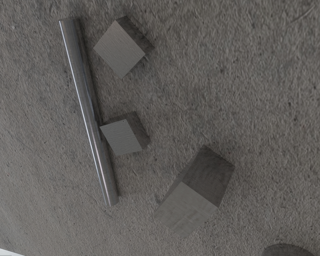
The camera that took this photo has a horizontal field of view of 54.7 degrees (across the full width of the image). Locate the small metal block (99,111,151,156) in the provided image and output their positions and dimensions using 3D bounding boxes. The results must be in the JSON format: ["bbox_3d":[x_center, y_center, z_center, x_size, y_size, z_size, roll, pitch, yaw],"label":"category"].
[{"bbox_3d":[-0.049,0.008,0.438,0.050,0.025,0.050,-14,111,34],"label":"small metal block"}]

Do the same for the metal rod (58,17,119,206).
[{"bbox_3d":[-0.098,-0.005,0.454,0.025,0.025,0.298,7,122,24],"label":"metal rod"}]

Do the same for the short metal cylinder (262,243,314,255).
[{"bbox_3d":[0.178,0.207,0.425,0.080,0.050,0.079,13,124,21],"label":"short metal cylinder"}]

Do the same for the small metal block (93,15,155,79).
[{"bbox_3d":[-0.043,-0.096,0.371,0.050,0.025,0.050,48,129,-6],"label":"small metal block"}]

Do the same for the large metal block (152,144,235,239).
[{"bbox_3d":[0.044,0.081,0.398,0.050,0.080,0.079,36,129,4],"label":"large metal block"}]
